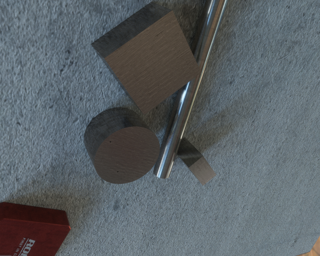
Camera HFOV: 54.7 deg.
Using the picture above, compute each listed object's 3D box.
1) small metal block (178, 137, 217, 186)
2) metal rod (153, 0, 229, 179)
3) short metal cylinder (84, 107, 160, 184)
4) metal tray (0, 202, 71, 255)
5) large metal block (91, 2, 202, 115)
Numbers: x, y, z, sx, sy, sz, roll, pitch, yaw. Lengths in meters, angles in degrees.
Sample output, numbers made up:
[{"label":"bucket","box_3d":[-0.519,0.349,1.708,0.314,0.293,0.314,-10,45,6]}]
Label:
[{"label":"small metal block","box_3d":[0.049,0.048,0.450,0.025,0.050,0.050,-39,130,-2]},{"label":"metal rod","box_3d":[0.041,-0.065,0.390,0.025,0.025,0.298,2,117,-30]},{"label":"short metal cylinder","box_3d":[-0.047,0.021,0.379,0.081,0.050,0.079,-14,125,-21]},{"label":"metal tray","box_3d":[-0.187,0.161,0.402,0.091,0.030,0.129,22,106,-37]},{"label":"large metal block","box_3d":[-0.014,-0.076,0.338,0.080,0.050,0.080,-37,130,-4]}]
